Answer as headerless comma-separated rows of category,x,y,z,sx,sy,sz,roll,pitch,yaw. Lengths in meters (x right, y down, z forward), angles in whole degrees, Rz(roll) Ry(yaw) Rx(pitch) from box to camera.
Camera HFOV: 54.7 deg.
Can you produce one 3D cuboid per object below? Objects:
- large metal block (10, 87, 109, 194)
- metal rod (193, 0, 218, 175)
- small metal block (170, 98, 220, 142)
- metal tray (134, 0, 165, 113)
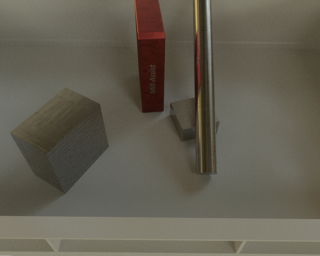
large metal block,-0.109,0.015,0.356,0.050,0.080,0.080,26,55,20
metal rod,0.057,-0.090,0.403,0.025,0.025,0.299,1,75,0
small metal block,0.045,-0.013,0.417,0.050,0.025,0.050,-13,51,-11
metal tray,-0.014,-0.095,0.416,0.030,0.129,0.090,-4,50,-4
